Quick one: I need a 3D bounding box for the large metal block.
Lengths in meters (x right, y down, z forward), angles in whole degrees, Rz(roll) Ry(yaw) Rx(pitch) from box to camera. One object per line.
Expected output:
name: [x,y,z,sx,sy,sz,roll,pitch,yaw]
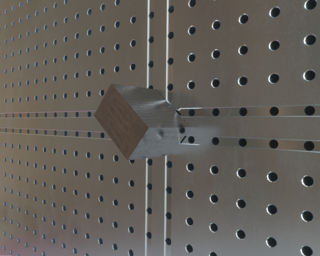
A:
large metal block: [-0.022,-0.008,0.392,0.080,0.081,0.050,49,119,28]
